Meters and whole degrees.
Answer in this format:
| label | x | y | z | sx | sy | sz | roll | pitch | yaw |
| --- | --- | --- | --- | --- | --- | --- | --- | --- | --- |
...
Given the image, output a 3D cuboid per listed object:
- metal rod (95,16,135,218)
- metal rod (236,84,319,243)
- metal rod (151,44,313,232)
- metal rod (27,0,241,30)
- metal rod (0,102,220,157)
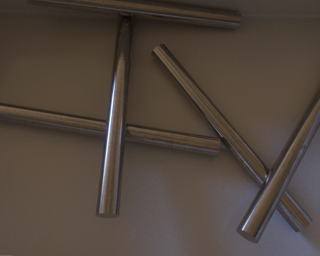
| label | x | y | z | sx | sy | sz | roll | pitch | yaw |
| --- | --- | --- | --- | --- | --- | --- | --- | --- | --- |
| metal rod | -0.053 | -0.038 | 0.400 | 0.025 | 0.025 | 0.299 | 1 | 62 | 0 |
| metal rod | 0.180 | 0.008 | 0.390 | 0.025 | 0.025 | 0.301 | 34 | 66 | 11 |
| metal rod | 0.085 | 0.002 | 0.409 | 0.025 | 0.025 | 0.299 | -34 | 74 | -12 |
| metal rod | -0.030 | -0.173 | 0.447 | 0.302 | 0.025 | 0.025 | 4 | 70 | -9 |
| metal rod | -0.073 | 0.001 | 0.408 | 0.302 | 0.025 | 0.025 | 9 | 70 | 3 |
